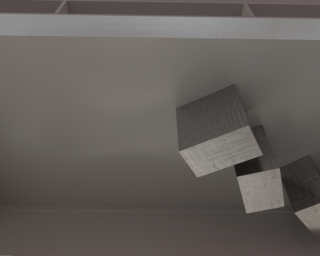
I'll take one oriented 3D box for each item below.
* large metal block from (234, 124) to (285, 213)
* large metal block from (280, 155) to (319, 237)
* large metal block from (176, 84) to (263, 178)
[{"bbox_3d":[0.129,0.056,0.421,0.050,0.080,0.080,-14,129,12],"label":"large metal block"},{"bbox_3d":[0.227,0.101,0.461,0.050,0.080,0.080,-31,124,24],"label":"large metal block"},{"bbox_3d":[0.068,0.002,0.376,0.080,0.080,0.050,-23,127,18],"label":"large metal block"}]
